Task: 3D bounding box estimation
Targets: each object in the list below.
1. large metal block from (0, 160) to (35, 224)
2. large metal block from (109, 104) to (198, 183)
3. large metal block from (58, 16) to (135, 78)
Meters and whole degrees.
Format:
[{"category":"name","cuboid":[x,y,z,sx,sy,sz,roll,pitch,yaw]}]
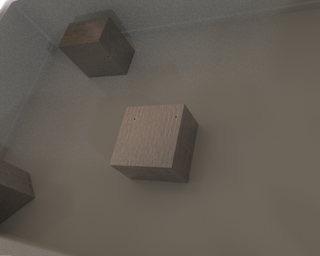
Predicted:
[{"category":"large metal block","cuboid":[-0.243,0.092,0.442,0.080,0.080,0.050,-37,51,3]},{"category":"large metal block","cuboid":[-0.005,0.019,0.381,0.080,0.050,0.080,-1,61,27]},{"category":"large metal block","cuboid":[-0.100,-0.128,0.502,0.080,0.080,0.050,1,62,29]}]
